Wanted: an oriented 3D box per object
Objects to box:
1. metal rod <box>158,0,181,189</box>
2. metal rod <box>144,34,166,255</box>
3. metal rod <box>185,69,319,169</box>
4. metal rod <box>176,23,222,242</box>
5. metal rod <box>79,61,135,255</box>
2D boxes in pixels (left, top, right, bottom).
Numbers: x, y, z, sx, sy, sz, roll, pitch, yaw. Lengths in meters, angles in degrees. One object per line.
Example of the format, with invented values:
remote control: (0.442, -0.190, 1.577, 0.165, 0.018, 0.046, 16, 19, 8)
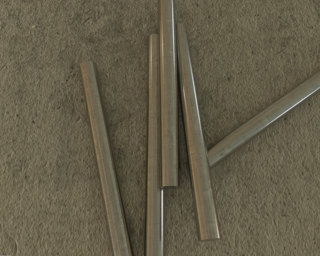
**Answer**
metal rod: (0.011, -0.071, 0.412, 0.025, 0.025, 0.299, -1, 71, 0)
metal rod: (-0.006, 0.010, 0.404, 0.025, 0.025, 0.299, 0, 70, 0)
metal rod: (0.162, -0.027, 0.418, 0.301, 0.025, 0.025, -33, 74, -12)
metal rod: (0.040, -0.015, 0.394, 0.025, 0.025, 0.299, -4, 63, -2)
metal rod: (-0.067, 0.049, 0.389, 0.025, 0.025, 0.299, -13, 71, -5)
